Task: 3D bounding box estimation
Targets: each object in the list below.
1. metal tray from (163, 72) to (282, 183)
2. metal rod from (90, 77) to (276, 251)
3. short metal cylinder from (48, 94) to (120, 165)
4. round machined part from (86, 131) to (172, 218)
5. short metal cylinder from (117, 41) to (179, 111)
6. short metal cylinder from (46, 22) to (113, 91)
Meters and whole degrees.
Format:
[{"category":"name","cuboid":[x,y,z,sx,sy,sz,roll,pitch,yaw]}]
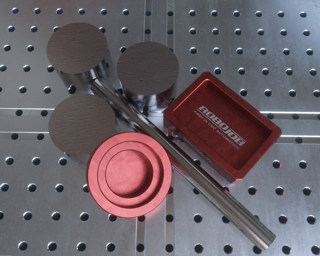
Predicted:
[{"category":"metal tray","cuboid":[0.079,-0.003,0.409,0.130,0.030,0.090,42,76,13]},{"category":"metal rod","cuboid":[0.020,0.037,0.399,0.300,0.025,0.025,42,75,14]},{"category":"short metal cylinder","cuboid":[-0.094,0.003,0.396,0.081,0.050,0.080,0,70,0]},{"category":"round machined part","cuboid":[-0.039,0.054,0.371,0.099,0.042,0.097,1,85,-18]},{"category":"short metal cylinder","cuboid":[-0.015,-0.070,0.423,0.081,0.050,0.080,0,70,0]},{"category":"short metal cylinder","cuboid":[-0.110,-0.099,0.434,0.081,0.050,0.080,0,70,0]}]
